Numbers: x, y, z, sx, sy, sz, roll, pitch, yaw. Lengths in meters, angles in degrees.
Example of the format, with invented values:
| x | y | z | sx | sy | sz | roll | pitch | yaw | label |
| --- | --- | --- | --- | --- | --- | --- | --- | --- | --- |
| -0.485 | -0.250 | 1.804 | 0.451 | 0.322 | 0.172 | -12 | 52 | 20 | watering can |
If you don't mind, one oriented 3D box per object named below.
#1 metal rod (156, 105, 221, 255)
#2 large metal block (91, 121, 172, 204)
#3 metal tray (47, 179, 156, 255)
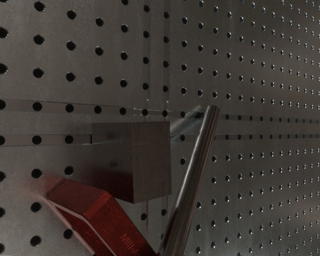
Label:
| x | y | z | sx | sy | sz | roll | pitch | yaw | label |
| --- | --- | --- | --- | --- | --- | --- | --- | --- | --- |
| 0.038 | 0.066 | 0.372 | 0.025 | 0.025 | 0.301 | 57 | 35 | -25 | metal rod |
| -0.033 | 0.033 | 0.347 | 0.050 | 0.080 | 0.079 | -3 | 92 | -40 | large metal block |
| -0.052 | 0.115 | 0.324 | 0.030 | 0.090 | 0.130 | -45 | 118 | -31 | metal tray |
